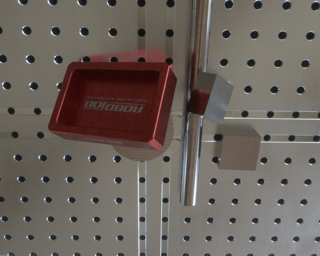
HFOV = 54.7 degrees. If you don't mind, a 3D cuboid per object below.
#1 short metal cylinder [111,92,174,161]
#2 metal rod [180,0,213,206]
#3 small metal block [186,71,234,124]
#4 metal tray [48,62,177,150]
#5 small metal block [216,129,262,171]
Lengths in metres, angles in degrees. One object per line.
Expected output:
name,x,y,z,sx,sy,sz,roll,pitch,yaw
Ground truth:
short metal cylinder,-0.024,-0.004,0.398,0.081,0.050,0.079,0,110,-1
metal rod,0.045,-0.032,0.402,0.025,0.025,0.298,1,110,-1
small metal block,0.062,-0.036,0.379,0.025,0.050,0.050,18,90,37
metal tray,-0.054,-0.028,0.349,0.130,0.030,0.090,5,72,22
small metal block,0.107,0.030,0.426,0.050,0.025,0.050,3,110,-2
